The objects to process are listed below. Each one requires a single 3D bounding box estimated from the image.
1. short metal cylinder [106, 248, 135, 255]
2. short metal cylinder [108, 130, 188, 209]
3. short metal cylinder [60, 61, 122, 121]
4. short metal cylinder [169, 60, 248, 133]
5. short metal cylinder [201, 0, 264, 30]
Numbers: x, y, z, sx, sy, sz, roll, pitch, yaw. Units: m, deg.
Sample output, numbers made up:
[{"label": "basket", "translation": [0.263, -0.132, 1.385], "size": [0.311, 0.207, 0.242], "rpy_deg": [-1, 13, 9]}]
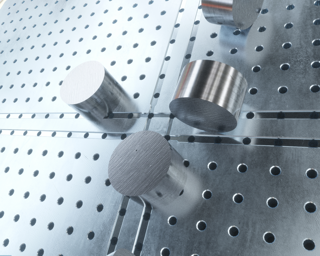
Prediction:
[{"label": "short metal cylinder", "translation": [-0.044, 0.165, 0.295], "size": [0.050, 0.080, 0.080], "rpy_deg": [-31, 52, 9]}, {"label": "short metal cylinder", "translation": [-0.014, 0.050, 0.369], "size": [0.080, 0.050, 0.080], "rpy_deg": [-13, 56, 21]}, {"label": "short metal cylinder", "translation": [-0.107, -0.058, 0.484], "size": [0.080, 0.050, 0.080], "rpy_deg": [-13, 56, 21]}, {"label": "short metal cylinder", "translation": [0.057, -0.035, 0.365], "size": [0.080, 0.080, 0.050], "rpy_deg": [7, 66, 31]}, {"label": "short metal cylinder", "translation": [0.103, -0.182, 0.431], "size": [0.050, 0.080, 0.080], "rpy_deg": [28, 77, 37]}]
